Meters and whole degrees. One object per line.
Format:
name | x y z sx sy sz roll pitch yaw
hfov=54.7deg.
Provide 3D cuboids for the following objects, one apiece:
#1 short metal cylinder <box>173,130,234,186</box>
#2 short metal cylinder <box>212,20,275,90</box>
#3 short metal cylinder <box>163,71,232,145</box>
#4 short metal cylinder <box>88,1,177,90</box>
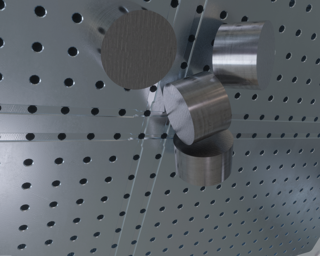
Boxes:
short metal cylinder | 0.060 0.034 0.430 0.081 0.080 0.050 -18 126 -18
short metal cylinder | 0.103 -0.087 0.373 0.081 0.050 0.079 -20 114 -55
short metal cylinder | 0.044 -0.025 0.384 0.050 0.080 0.080 -21 127 -16
short metal cylinder | -0.029 -0.087 0.325 0.081 0.050 0.079 -14 124 -21
